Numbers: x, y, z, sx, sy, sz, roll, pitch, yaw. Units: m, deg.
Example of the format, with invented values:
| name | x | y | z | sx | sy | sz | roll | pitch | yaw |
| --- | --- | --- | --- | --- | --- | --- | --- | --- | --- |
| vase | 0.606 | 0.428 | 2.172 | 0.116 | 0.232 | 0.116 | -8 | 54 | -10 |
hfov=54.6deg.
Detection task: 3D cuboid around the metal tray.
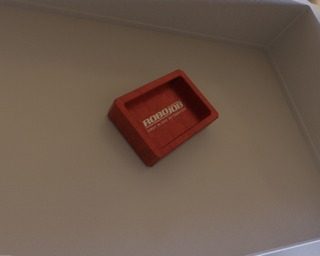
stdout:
| name | x | y | z | sx | sy | sz | roll | pitch | yaw |
| --- | --- | --- | --- | --- | --- | --- | --- | --- | --- |
| metal tray | 0.008 | -0.018 | 0.413 | 0.131 | 0.030 | 0.090 | -32 | 80 | -38 |
